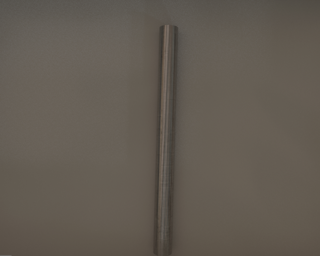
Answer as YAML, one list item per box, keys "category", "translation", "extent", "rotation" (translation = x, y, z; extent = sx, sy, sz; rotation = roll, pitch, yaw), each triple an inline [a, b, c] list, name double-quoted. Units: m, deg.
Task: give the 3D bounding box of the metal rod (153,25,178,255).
- category: "metal rod"
  translation: [0.008, 0.016, 0.411]
  extent: [0.025, 0.025, 0.298]
  rotation: [2, 90, -1]
